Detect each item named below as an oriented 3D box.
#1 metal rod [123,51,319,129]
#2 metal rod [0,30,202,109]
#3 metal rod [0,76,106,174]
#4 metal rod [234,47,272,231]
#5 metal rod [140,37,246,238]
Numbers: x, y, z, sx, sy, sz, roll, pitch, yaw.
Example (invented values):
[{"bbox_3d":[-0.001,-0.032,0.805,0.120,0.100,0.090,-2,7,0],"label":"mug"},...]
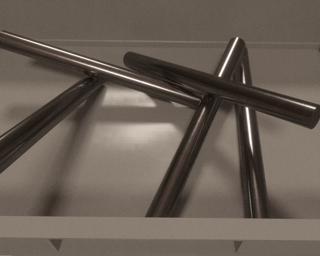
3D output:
[{"bbox_3d":[0.051,-0.061,0.399,0.025,0.025,0.300,-36,42,-27],"label":"metal rod"},{"bbox_3d":[-0.071,-0.077,0.428,0.302,0.025,0.025,17,51,-3],"label":"metal rod"},{"bbox_3d":[-0.121,-0.013,0.338,0.025,0.025,0.301,9,27,7],"label":"metal rod"},{"bbox_3d":[0.117,-0.012,0.416,0.025,0.025,0.300,5,50,3],"label":"metal rod"},{"bbox_3d":[0.053,-0.010,0.389,0.025,0.025,0.300,20,60,15],"label":"metal rod"}]
